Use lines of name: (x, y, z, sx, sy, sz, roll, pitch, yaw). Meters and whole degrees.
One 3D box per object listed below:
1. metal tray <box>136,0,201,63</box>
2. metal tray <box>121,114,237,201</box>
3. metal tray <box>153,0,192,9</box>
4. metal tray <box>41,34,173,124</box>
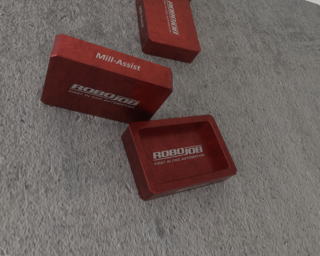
metal tray: (0.011, -0.173, 0.512, 0.091, 0.030, 0.130, 6, 59, -25)
metal tray: (0.026, 0.033, 0.393, 0.131, 0.030, 0.090, -7, 65, -31)
metal tray: (0.008, -0.288, 0.580, 0.091, 0.030, 0.130, 7, 59, -25)
metal tray: (-0.062, -0.048, 0.357, 0.131, 0.090, 0.030, 14, 56, -21)
